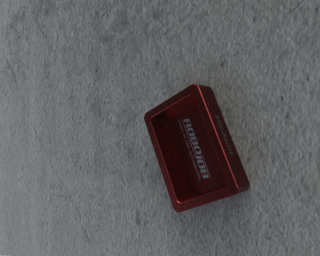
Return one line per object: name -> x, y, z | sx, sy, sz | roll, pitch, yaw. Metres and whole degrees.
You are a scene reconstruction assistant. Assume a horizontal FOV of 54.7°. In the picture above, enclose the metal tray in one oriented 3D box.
metal tray -> 0.039, 0.024, 0.368 | 0.090, 0.030, 0.129 | -29, 72, 35
